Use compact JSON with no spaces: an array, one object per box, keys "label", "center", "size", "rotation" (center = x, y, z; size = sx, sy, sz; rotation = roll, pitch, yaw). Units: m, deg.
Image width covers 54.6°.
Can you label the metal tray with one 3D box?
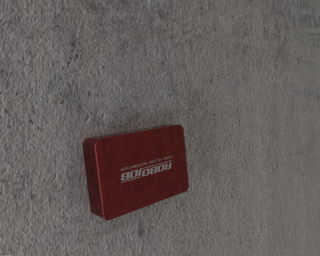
[{"label":"metal tray","center":[-0.024,0.048,0.381],"size":[0.131,0.030,0.090],"rotation":[-10,97,-39]}]
